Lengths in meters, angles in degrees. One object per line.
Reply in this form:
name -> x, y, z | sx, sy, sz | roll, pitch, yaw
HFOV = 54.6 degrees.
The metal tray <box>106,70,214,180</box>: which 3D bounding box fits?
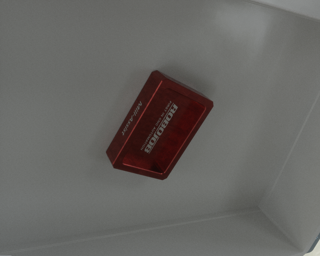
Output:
metal tray -> 0.000, 0.001, 0.405 | 0.090, 0.030, 0.129 | 21, 107, -36
